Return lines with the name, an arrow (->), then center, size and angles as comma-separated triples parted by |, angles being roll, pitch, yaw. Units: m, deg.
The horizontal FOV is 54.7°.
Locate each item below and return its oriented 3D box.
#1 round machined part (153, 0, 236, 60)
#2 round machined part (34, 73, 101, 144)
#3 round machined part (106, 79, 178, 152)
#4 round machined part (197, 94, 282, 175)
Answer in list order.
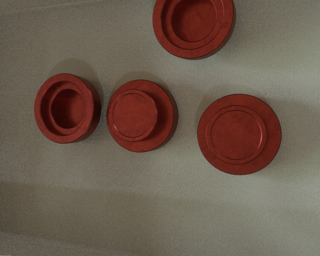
round machined part -> 0.044, -0.133, 0.382 | 0.098, 0.042, 0.097 | 3, 97, 20
round machined part -> -0.127, -0.027, 0.446 | 0.098, 0.042, 0.097 | 0, 90, 20
round machined part -> -0.029, -0.016, 0.411 | 0.098, 0.042, 0.097 | 0, 90, 20
round machined part -> 0.092, 0.008, 0.369 | 0.098, 0.042, 0.097 | 0, 90, 20
